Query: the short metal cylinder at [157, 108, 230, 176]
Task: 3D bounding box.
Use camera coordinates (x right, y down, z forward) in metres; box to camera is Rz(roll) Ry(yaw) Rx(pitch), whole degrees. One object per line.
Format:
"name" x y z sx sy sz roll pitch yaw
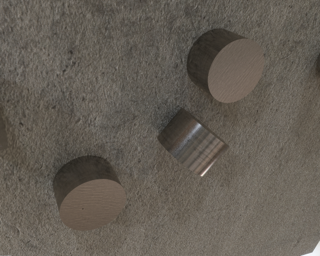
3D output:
"short metal cylinder" 0.043 0.018 0.406 0.080 0.080 0.050 33 100 -38

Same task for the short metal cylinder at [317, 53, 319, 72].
"short metal cylinder" 0.288 -0.093 0.471 0.080 0.080 0.050 -42 129 0

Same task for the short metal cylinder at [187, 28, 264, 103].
"short metal cylinder" 0.081 -0.078 0.386 0.081 0.050 0.079 -14 124 -21

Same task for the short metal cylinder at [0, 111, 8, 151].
"short metal cylinder" -0.173 -0.012 0.269 0.050 0.080 0.079 -18 126 -18

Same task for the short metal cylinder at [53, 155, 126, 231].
"short metal cylinder" -0.090 0.082 0.392 0.081 0.050 0.079 -14 124 -21
